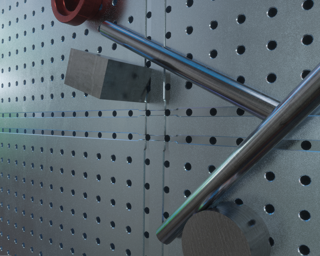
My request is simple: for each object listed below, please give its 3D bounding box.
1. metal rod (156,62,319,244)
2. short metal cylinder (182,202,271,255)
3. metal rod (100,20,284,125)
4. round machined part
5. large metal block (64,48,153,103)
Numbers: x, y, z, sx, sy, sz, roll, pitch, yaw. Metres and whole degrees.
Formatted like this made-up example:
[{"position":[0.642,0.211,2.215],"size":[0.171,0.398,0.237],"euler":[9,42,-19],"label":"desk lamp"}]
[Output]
[{"position":[0.079,0.039,0.321],"size":[0.025,0.025,0.298],"euler":[54,127,26],"label":"metal rod"},{"position":[0.071,0.124,0.334],"size":[0.080,0.050,0.079],"euler":[0,90,39],"label":"short metal cylinder"},{"position":[0.021,-0.081,0.390],"size":[0.300,0.025,0.025],"euler":[35,111,34],"label":"metal rod"},{"position":[-0.131,-0.215,0.504],"size":[0.098,0.042,0.097],"euler":[0,90,39],"label":"round machined part"},{"position":[-0.072,-0.072,0.430],"size":[0.080,0.081,0.050],"euler":[24,105,37],"label":"large metal block"}]
